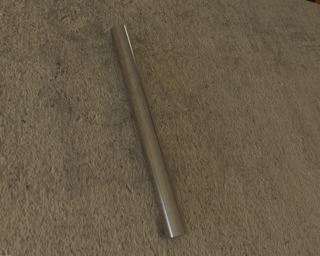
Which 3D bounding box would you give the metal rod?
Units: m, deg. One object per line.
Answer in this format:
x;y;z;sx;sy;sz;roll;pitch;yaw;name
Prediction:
-0.021;-0.012;0.399;0.025;0.025;0.299;-3;63;-30;metal rod
